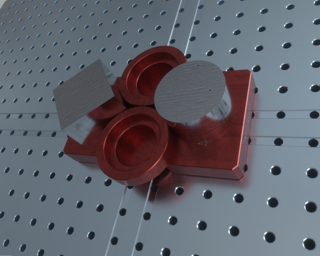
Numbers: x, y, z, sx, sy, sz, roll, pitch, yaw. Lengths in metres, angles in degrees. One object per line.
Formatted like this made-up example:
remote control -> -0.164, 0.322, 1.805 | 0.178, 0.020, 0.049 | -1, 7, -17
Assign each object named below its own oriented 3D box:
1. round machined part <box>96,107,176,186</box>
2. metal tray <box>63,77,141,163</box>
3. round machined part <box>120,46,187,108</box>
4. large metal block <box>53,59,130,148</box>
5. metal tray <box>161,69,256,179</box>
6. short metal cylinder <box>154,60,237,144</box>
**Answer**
round machined part -> -0.026, 0.025, 0.384 | 0.098, 0.042, 0.098 | -13, 56, 21
metal tray -> -0.077, -0.014, 0.454 | 0.090, 0.030, 0.130 | 1, 62, 27
round machined part -> -0.002, -0.061, 0.424 | 0.098, 0.042, 0.098 | -13, 56, 21
large metal block -> -0.092, -0.034, 0.423 | 0.080, 0.050, 0.080 | -32, 52, 7
metal tray -> 0.061, -0.008, 0.375 | 0.090, 0.030, 0.130 | 1, 62, 28
short metal cylinder -> 0.041, -0.029, 0.349 | 0.080, 0.050, 0.080 | -13, 56, 21
